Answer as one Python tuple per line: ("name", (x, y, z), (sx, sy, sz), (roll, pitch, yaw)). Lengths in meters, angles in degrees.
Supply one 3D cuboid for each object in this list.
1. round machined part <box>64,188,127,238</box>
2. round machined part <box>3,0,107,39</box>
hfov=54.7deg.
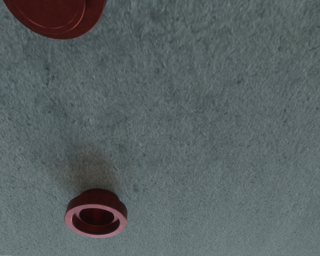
("round machined part", (-0.103, 0.137, 0.511), (0.099, 0.042, 0.097), (-1, 130, 0))
("round machined part", (-0.100, -0.127, 0.286), (0.099, 0.042, 0.097), (-1, 130, 0))
